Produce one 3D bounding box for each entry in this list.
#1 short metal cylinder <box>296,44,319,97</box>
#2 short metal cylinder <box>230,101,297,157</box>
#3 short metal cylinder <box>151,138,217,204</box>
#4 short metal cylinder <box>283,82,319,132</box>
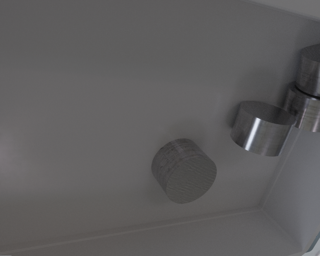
[{"bbox_3d":[0.247,-0.085,0.455,0.081,0.080,0.050,-18,126,-18],"label":"short metal cylinder"},{"bbox_3d":[0.150,-0.001,0.454,0.081,0.080,0.050,-2,119,-28],"label":"short metal cylinder"},{"bbox_3d":[0.034,0.062,0.449,0.081,0.050,0.079,-14,124,-21],"label":"short metal cylinder"},{"bbox_3d":[0.236,-0.035,0.479,0.081,0.080,0.050,-12,123,-22],"label":"short metal cylinder"}]
